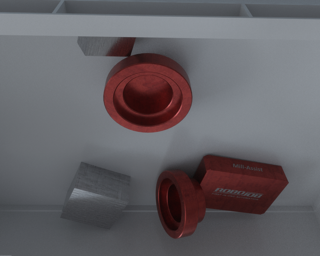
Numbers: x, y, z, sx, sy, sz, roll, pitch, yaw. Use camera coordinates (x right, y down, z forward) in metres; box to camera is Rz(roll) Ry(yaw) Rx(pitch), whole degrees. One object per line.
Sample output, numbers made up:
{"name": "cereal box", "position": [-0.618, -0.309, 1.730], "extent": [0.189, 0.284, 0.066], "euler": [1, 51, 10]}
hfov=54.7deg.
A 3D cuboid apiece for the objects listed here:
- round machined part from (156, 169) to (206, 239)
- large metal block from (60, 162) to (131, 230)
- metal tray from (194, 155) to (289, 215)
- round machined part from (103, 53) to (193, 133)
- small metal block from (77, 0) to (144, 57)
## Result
{"name": "round machined part", "position": [0.033, 0.110, 0.460], "extent": [0.042, 0.098, 0.097], "euler": [-3, 133, -24]}
{"name": "large metal block", "position": [-0.100, 0.107, 0.483], "extent": [0.080, 0.050, 0.079], "euler": [20, 127, -17]}
{"name": "metal tray", "position": [0.118, 0.091, 0.483], "extent": [0.131, 0.030, 0.089], "euler": [10, 130, -11]}
{"name": "round machined part", "position": [-0.014, -0.044, 0.359], "extent": [0.099, 0.042, 0.097], "euler": [-1, 133, -1]}
{"name": "small metal block", "position": [-0.051, -0.100, 0.309], "extent": [0.050, 0.025, 0.050], "euler": [-8, 138, -34]}
